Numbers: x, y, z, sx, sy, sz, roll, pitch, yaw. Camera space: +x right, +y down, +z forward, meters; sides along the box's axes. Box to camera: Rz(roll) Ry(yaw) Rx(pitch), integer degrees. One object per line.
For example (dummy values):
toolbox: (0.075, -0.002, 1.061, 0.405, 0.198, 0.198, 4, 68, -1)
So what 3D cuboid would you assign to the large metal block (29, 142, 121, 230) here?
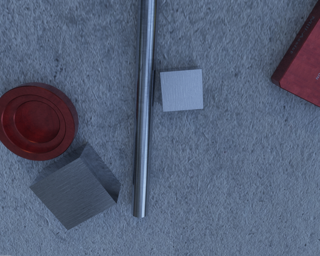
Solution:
large metal block: (-0.112, 0.079, 0.424, 0.080, 0.050, 0.080, -30, 108, 10)

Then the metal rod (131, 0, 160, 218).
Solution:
metal rod: (-0.021, -0.015, 0.403, 0.025, 0.025, 0.298, 3, 110, -1)

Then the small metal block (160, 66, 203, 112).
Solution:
small metal block: (0.027, -0.050, 0.392, 0.050, 0.025, 0.050, -4, 110, 1)

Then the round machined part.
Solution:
round machined part: (-0.153, -0.011, 0.395, 0.099, 0.042, 0.097, 0, 110, 0)

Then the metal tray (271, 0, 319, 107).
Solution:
metal tray: (0.210, -0.092, 0.375, 0.090, 0.030, 0.129, 24, 108, -9)
